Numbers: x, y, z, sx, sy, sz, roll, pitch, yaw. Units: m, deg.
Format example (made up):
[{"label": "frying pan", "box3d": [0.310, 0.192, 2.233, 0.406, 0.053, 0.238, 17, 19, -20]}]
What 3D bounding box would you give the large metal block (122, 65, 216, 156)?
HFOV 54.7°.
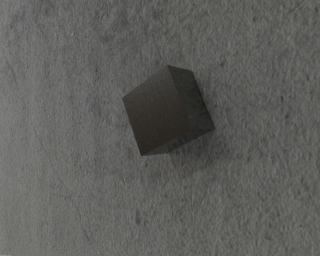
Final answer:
[{"label": "large metal block", "box3d": [0.009, -0.019, 0.380, 0.080, 0.050, 0.080, -31, 71, 35]}]
